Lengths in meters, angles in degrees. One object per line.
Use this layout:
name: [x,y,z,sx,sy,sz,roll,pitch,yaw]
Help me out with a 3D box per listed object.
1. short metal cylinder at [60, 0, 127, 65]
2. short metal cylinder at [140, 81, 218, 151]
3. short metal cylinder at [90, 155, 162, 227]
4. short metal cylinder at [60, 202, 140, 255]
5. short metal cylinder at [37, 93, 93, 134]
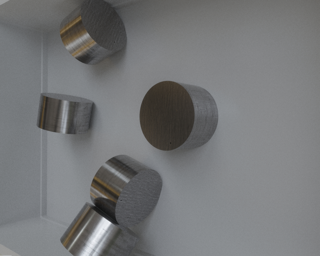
short metal cylinder: [-0.096,-0.139,0.450,0.050,0.081,0.080,-20,77,38]
short metal cylinder: [0.022,-0.014,0.372,0.080,0.050,0.080,0,90,40]
short metal cylinder: [-0.043,0.081,0.407,0.050,0.081,0.079,24,105,37]
short metal cylinder: [-0.072,0.134,0.377,0.080,0.080,0.050,23,73,37]
short metal cylinder: [-0.152,-0.024,0.497,0.080,0.081,0.050,18,102,38]
